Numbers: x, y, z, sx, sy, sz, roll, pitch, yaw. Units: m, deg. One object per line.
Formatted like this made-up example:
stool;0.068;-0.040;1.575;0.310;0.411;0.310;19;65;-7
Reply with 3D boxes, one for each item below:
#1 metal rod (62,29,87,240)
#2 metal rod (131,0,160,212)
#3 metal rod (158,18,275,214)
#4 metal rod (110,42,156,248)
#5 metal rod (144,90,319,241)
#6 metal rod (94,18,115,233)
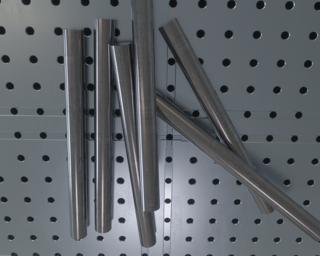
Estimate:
metal rod;-0.113;0.022;0.420;0.025;0.025;0.298;4;110;-1
metal rod;-0.017;-0.045;0.370;0.025;0.025;0.298;-2;100;0
metal rod;0.084;-0.003;0.412;0.025;0.025;0.299;-29;108;10
metal rod;-0.032;0.039;0.419;0.025;0.025;0.298;-5;113;2
metal rod;0.097;0.048;0.406;0.300;0.025;0.025;38;106;-3
metal rod;-0.076;0.011;0.416;0.025;0.025;0.298;4;110;-1
